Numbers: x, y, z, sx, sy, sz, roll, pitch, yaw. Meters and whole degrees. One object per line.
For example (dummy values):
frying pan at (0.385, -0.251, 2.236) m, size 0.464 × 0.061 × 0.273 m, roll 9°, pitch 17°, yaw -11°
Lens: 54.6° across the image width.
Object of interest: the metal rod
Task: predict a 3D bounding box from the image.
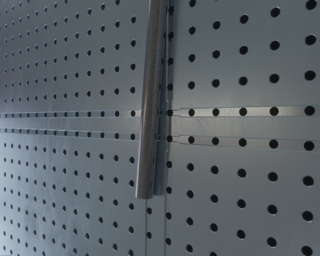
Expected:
metal rod at (-0.011, -0.054, 0.419) m, size 0.025 × 0.025 × 0.298 m, roll 7°, pitch 95°, yaw 40°
